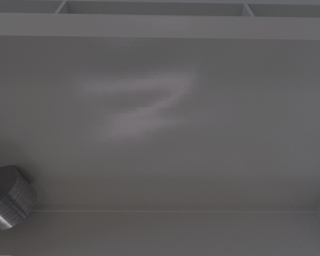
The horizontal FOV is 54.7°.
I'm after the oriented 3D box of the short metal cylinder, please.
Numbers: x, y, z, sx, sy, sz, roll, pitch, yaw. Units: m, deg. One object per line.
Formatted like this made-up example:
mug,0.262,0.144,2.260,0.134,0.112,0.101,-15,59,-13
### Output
short metal cylinder,-0.233,0.103,0.458,0.080,0.080,0.050,-13,129,11
